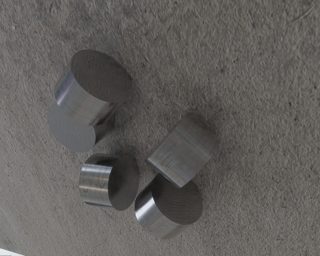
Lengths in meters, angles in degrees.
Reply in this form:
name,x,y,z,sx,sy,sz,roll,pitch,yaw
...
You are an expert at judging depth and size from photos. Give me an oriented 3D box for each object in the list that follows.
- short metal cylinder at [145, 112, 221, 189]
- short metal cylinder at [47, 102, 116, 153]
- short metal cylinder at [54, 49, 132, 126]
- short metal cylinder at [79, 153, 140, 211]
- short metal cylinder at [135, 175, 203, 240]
name,x,y,z,sx,sy,sz,roll,pitch,yaw
short metal cylinder,0.027,0.026,0.373,0.050,0.080,0.080,41,129,0
short metal cylinder,-0.111,-0.012,0.442,0.080,0.050,0.079,13,124,21
short metal cylinder,-0.082,-0.050,0.384,0.080,0.080,0.050,45,129,-3
short metal cylinder,-0.073,0.078,0.458,0.050,0.080,0.080,1,119,28
short metal cylinder,0.012,0.106,0.431,0.080,0.080,0.050,40,129,1
